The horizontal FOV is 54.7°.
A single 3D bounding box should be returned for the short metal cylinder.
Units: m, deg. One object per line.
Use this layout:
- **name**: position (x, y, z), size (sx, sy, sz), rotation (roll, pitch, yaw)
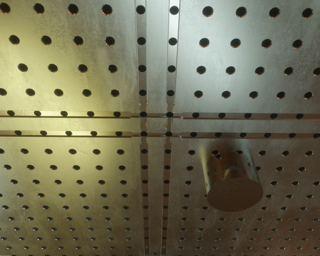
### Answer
- **short metal cylinder**: position (0.108, 0.082, 0.466), size (0.081, 0.050, 0.079), rotation (0, 130, 0)
